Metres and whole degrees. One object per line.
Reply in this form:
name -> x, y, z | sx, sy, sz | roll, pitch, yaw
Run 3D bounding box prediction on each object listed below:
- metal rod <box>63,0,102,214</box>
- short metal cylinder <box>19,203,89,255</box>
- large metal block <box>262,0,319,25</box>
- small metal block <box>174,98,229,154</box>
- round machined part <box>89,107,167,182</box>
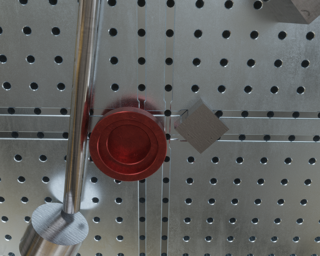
metal rod -> -0.104, -0.019, 0.404 | 0.025, 0.025, 0.298 | 9, 110, -4
short metal cylinder -> -0.149, 0.152, 0.438 | 0.080, 0.080, 0.050 | 26, 108, -10
large metal block -> 0.159, -0.159, 0.328 | 0.080, 0.080, 0.050 | -41, 105, 13
small metal block -> 0.054, -0.003, 0.413 | 0.050, 0.025, 0.050 | -43, 105, 14
round machined part -> -0.040, 0.018, 0.411 | 0.099, 0.042, 0.097 | 0, 110, -1
